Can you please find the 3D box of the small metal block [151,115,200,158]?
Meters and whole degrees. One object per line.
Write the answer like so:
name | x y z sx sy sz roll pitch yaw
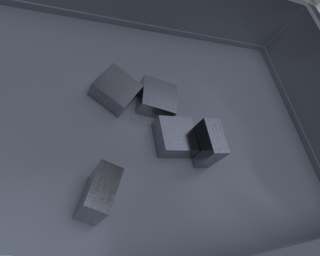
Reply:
small metal block | 0.020 0.012 0.411 0.050 0.025 0.050 3 60 -27

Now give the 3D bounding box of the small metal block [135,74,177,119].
small metal block | -0.004 -0.041 0.430 0.050 0.025 0.050 16 55 -20

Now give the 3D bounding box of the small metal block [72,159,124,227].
small metal block | -0.063 0.067 0.316 0.025 0.050 0.050 25 53 -13

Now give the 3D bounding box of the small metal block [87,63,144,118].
small metal block | -0.058 -0.050 0.406 0.050 0.025 0.050 37 51 -4

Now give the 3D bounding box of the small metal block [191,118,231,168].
small metal block | 0.062 0.021 0.412 0.025 0.050 0.050 2 61 -28
